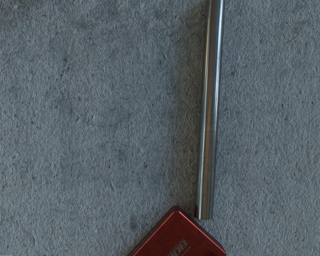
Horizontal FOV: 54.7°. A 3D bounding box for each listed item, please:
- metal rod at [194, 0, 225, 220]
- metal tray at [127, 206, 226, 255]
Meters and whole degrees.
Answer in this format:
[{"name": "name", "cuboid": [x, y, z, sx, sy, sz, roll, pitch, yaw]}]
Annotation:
[{"name": "metal rod", "cuboid": [0.066, -0.031, 0.410, 0.025, 0.025, 0.298, 3, 90, 0]}, {"name": "metal tray", "cuboid": [0.010, 0.180, 0.407, 0.090, 0.030, 0.130, 42, 90, 0]}]
